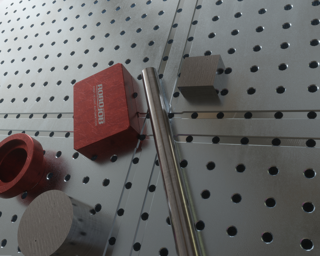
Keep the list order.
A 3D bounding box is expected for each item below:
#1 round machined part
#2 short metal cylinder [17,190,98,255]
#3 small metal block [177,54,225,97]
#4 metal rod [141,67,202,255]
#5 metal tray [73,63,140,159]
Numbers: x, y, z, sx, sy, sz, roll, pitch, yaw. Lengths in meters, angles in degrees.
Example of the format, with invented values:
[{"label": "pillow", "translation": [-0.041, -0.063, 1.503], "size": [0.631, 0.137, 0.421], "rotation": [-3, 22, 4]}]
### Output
[{"label": "round machined part", "translation": [-0.216, 0.060, 0.471], "size": [0.098, 0.042, 0.098], "rotation": [-13, 57, 20]}, {"label": "short metal cylinder", "translation": [-0.124, 0.122, 0.380], "size": [0.080, 0.050, 0.080], "rotation": [-13, 56, 20]}, {"label": "small metal block", "translation": [0.056, -0.070, 0.421], "size": [0.050, 0.025, 0.050], "rotation": [2, 63, 28]}, {"label": "metal rod", "translation": [0.010, 0.037, 0.378], "size": [0.025, 0.025, 0.299], "rotation": [-23, 53, 14]}, {"label": "metal tray", "translation": [-0.084, -0.029, 0.465], "size": [0.090, 0.030, 0.130], "rotation": [-22, 54, 14]}]
